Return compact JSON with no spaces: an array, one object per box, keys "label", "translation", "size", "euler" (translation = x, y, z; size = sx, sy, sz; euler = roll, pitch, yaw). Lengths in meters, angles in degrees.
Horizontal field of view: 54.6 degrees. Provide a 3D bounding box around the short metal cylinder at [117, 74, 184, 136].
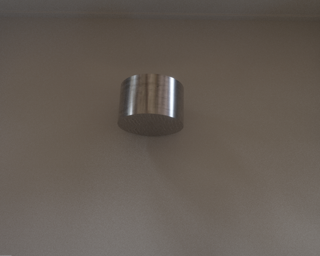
[{"label":"short metal cylinder","translation":[-0.011,-0.026,0.387],"size":[0.080,0.080,0.050],"euler":[2,70,1]}]
